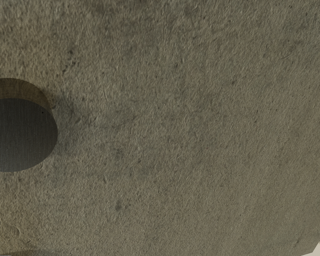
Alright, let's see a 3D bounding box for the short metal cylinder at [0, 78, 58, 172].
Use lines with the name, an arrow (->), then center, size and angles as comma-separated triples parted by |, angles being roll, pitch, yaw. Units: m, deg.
short metal cylinder -> -0.148, -0.003, 0.308 | 0.081, 0.050, 0.079 | -14, 124, -21
